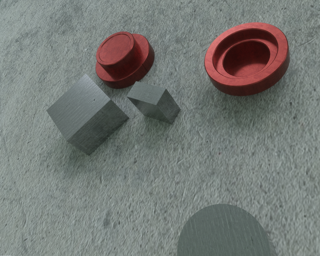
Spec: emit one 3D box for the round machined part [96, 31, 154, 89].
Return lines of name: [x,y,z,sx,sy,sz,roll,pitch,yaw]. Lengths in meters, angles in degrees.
round machined part: [-0.062,-0.114,0.494,0.098,0.042,0.098,-13,56,20]

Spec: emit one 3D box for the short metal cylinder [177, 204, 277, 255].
short metal cylinder: [0.062,0.116,0.283,0.080,0.050,0.080,-13,56,20]

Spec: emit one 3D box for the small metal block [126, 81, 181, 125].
small metal block: [-0.008,-0.033,0.411,0.050,0.050,0.025,19,72,35]

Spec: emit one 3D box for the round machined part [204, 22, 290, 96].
round machined part: [0.109,-0.080,0.384,0.098,0.042,0.098,-13,56,20]

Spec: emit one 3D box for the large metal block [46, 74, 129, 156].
large metal block: [-0.107,-0.020,0.454,0.080,0.050,0.080,-44,51,-3]
